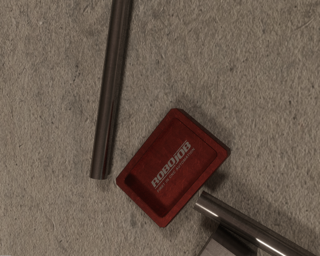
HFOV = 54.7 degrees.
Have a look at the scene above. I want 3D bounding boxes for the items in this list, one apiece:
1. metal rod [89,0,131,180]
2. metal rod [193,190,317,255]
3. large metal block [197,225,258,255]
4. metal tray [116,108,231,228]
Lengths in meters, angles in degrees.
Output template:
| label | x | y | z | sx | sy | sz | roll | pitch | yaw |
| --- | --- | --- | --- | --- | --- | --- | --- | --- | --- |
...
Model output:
| label | x | y | z | sx | sy | sz | roll | pitch | yaw |
| --- | --- | --- | --- | --- | --- | --- | --- | --- | --- |
| metal rod | -0.067 | -0.077 | 0.431 | 0.025 | 0.025 | 0.298 | 9 | 93 | 19 |
| metal rod | 0.174 | 0.155 | 0.336 | 0.301 | 0.025 | 0.025 | 29 | 99 | 13 |
| large metal block | 0.067 | 0.160 | 0.356 | 0.050 | 0.080 | 0.080 | 33 | 101 | 16 |
| metal tray | 0.015 | 0.050 | 0.400 | 0.090 | 0.030 | 0.130 | 42 | 103 | 15 |
